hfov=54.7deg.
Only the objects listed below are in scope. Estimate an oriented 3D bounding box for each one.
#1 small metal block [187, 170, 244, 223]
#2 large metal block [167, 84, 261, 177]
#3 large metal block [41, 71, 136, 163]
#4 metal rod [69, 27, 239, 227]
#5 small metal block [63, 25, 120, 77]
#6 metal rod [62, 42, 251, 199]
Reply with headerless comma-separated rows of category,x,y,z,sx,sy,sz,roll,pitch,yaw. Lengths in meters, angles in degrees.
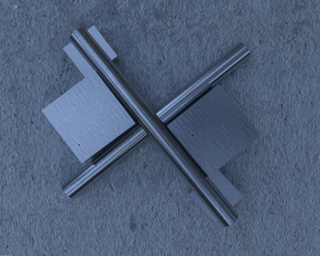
small metal block,0.073,0.087,0.412,0.050,0.025,0.050,-43,90,0
large metal block,0.065,0.003,0.399,0.080,0.050,0.080,-39,90,0
large metal block,-0.086,-0.013,0.396,0.080,0.050,0.080,-37,90,0
metal rod,-0.007,-0.001,0.385,0.025,0.025,0.300,-39,90,0
small metal block,-0.090,-0.098,0.411,0.050,0.025,0.050,-37,90,0
metal rod,-0.004,-0.010,0.412,0.300,0.025,0.025,-39,90,0
